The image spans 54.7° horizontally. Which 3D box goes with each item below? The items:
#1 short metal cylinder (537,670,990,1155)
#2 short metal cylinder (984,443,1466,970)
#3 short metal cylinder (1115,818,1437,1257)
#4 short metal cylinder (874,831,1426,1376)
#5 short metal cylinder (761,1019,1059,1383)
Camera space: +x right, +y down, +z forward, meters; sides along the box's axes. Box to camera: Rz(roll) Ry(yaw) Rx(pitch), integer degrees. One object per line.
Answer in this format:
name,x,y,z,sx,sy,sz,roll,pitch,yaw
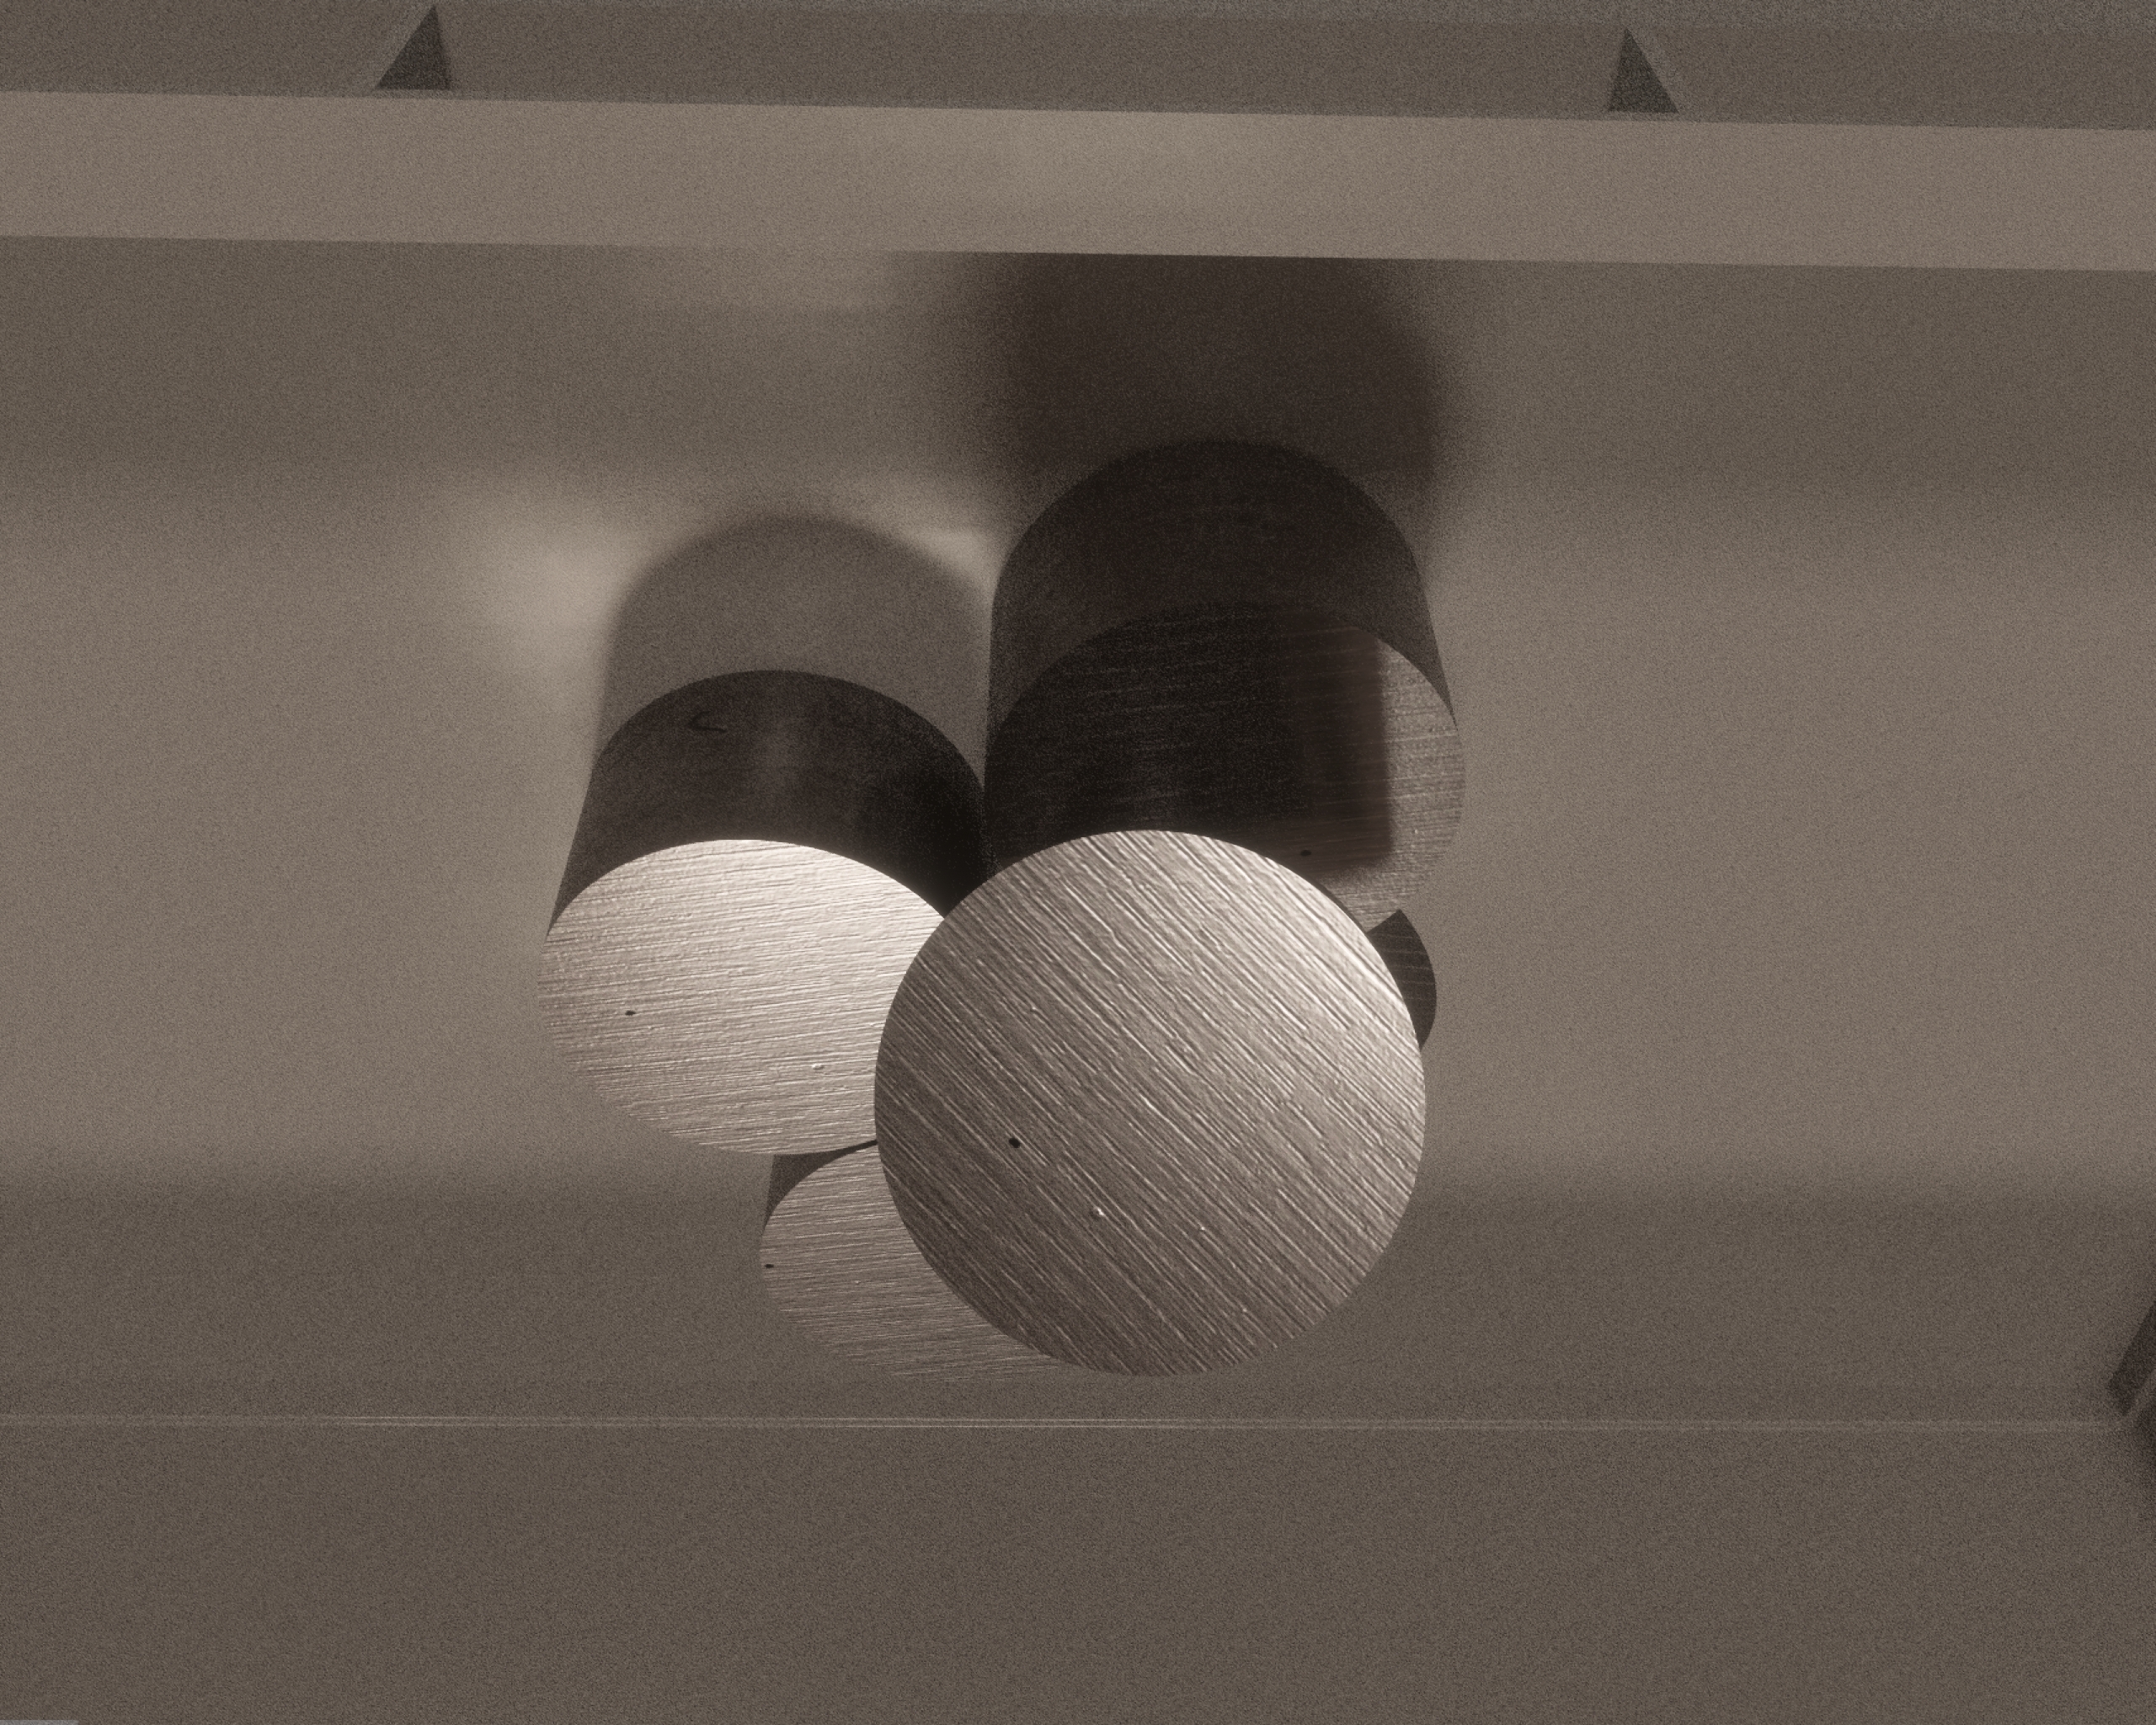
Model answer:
short metal cylinder,-0.057,0.010,0.398,0.081,0.050,0.079,0,130,0
short metal cylinder,0.024,-0.026,0.368,0.081,0.050,0.079,0,130,0
short metal cylinder,0.022,0.033,0.400,0.081,0.080,0.050,10,129,-9
short metal cylinder,0.013,0.035,0.328,0.080,0.050,0.079,0,90,6
short metal cylinder,-0.025,0.067,0.446,0.081,0.050,0.079,0,130,0
